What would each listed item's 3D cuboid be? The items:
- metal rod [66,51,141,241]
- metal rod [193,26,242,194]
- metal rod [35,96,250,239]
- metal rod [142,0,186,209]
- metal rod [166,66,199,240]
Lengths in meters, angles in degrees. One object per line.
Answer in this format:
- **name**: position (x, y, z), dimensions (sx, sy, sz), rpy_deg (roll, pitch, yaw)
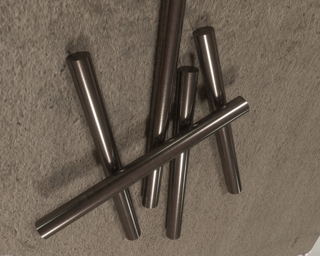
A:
- **metal rod**: position (-0.063, 0.047, 0.402), dimensions (0.025, 0.025, 0.298), rpy_deg (-22, 127, -16)
- **metal rod**: position (0.092, -0.004, 0.456), dimensions (0.025, 0.025, 0.299), rpy_deg (-28, 129, -11)
- **metal rod**: position (-0.015, 0.045, 0.393), dimensions (0.301, 0.025, 0.025), rpy_deg (-31, 129, -8)
- **metal rod**: position (0.001, -0.016, 0.398), dimensions (0.025, 0.025, 0.298), rpy_deg (-8, 122, -25)
- **metal rod**: position (0.029, 0.055, 0.458), dimensions (0.025, 0.025, 0.298), rpy_deg (-12, 124, -23)
